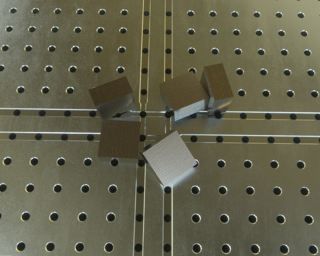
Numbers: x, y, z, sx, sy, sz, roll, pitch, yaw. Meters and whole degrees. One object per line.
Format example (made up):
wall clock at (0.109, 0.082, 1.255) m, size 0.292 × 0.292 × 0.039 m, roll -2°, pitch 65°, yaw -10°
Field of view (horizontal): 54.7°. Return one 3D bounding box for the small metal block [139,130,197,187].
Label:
small metal block at (0.010, 0.037, 0.389) m, size 0.050 × 0.025 × 0.050 m, roll -34°, pitch 99°, yaw -12°

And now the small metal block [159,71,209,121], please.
small metal block at (0.033, -0.044, 0.424) m, size 0.050 × 0.025 × 0.050 m, roll -22°, pitch 61°, yaw -8°

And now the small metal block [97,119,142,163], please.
small metal block at (-0.051, 0.018, 0.405) m, size 0.050 × 0.025 × 0.050 m, roll 3°, pitch 70°, yaw 1°

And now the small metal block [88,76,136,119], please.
small metal block at (-0.062, -0.038, 0.412) m, size 0.050 × 0.050 × 0.025 m, roll -22°, pitch 72°, yaw -8°

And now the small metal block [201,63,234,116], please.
small metal block at (0.075, -0.051, 0.418) m, size 0.025 × 0.050 × 0.050 m, roll -12°, pitch 71°, yaw -5°
